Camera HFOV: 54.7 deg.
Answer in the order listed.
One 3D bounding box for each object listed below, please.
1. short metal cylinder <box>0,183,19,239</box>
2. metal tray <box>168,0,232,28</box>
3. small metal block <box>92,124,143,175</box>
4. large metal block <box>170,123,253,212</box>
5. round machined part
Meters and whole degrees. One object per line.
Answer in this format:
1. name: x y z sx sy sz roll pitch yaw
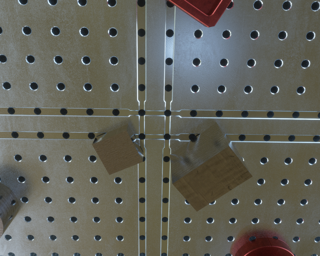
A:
1. short metal cylinder: -0.253 0.121 0.441 0.081 0.050 0.079 0 110 -1
2. metal tray: 0.057 -0.191 0.341 0.090 0.030 0.129 31 107 -11
3. small metal block: -0.056 0.029 0.423 0.050 0.025 0.050 -23 109 7
4. large metal block: 0.062 0.048 0.403 0.080 0.080 0.050 -36 107 12
5. round machined part: 0.170 0.227 0.490 0.099 0.042 0.097 0 110 -1
